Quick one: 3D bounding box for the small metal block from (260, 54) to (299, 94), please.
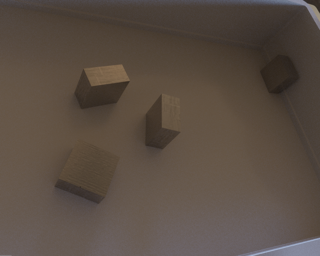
[{"bbox_3d":[0.219,-0.098,0.570,0.025,0.050,0.050,2,61,-28],"label":"small metal block"}]

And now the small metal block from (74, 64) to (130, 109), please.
[{"bbox_3d":[-0.072,-0.051,0.383,0.050,0.050,0.025,-14,70,-34],"label":"small metal block"}]

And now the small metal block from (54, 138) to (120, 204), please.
[{"bbox_3d":[-0.078,0.047,0.336,0.050,0.025,0.050,26,52,-13],"label":"small metal block"}]

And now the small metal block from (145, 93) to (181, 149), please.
[{"bbox_3d":[0.003,-0.008,0.397,0.025,0.050,0.050,14,56,-21],"label":"small metal block"}]
